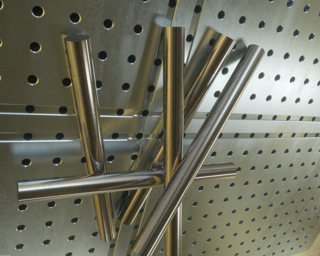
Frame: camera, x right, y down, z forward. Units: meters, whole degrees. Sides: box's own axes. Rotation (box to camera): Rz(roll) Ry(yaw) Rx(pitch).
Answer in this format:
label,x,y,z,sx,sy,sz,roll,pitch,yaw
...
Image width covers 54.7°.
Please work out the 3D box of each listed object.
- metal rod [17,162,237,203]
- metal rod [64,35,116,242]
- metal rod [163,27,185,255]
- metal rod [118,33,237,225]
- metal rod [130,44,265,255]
label,x,y,z,sx,sy,sz,roll,pitch,yaw
metal rod,-0.022,0.067,0.408,0.303,0.025,0.025,-1,119,-29
metal rod,-0.081,0.036,0.389,0.025,0.025,0.298,-15,125,-21
metal rod,0.017,0.030,0.389,0.025,0.025,0.298,-7,106,-25
metal rod,0.016,0.012,0.429,0.025,0.025,0.298,17,109,-35
metal rod,0.054,0.018,0.385,0.025,0.025,0.300,44,71,-40
